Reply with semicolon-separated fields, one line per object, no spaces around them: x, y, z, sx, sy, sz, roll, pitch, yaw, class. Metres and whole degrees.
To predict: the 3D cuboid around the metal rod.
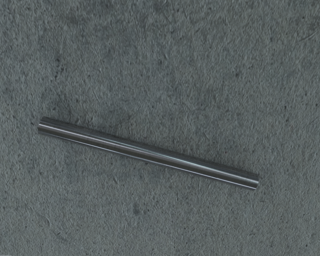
-0.011;0.036;0.422;0.302;0.025;0.025;16;109;-6;metal rod
